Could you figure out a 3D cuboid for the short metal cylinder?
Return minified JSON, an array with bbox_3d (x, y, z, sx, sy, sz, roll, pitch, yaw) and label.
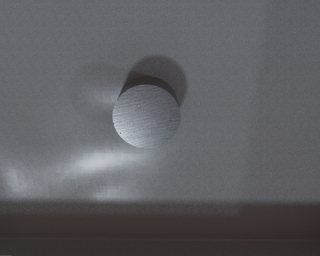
[{"bbox_3d":[-0.016,-0.021,0.390,0.081,0.050,0.079,0,110,-1],"label":"short metal cylinder"}]
